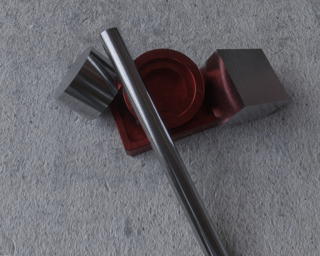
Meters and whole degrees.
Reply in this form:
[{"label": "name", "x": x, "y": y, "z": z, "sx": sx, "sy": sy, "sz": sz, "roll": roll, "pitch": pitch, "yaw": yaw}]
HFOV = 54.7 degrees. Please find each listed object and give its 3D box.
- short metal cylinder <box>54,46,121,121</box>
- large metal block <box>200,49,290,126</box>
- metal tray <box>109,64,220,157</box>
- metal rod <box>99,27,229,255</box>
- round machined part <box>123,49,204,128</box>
[{"label": "short metal cylinder", "x": -0.089, "y": -0.056, "z": 0.393, "sx": 0.050, "sy": 0.080, "sz": 0.080, "roll": 35, "pitch": 69, "yaw": -26}, {"label": "large metal block", "x": 0.105, "y": -0.054, "z": 0.399, "sx": 0.081, "sy": 0.050, "sz": 0.080, "roll": -10, "pitch": 68, "yaw": -32}, {"label": "metal tray", "x": 0.003, "y": -0.026, "z": 0.416, "sx": 0.131, "sy": 0.030, "sz": 0.090, "roll": -19, "pitch": 71, "yaw": -8}, {"label": "metal rod", "x": 0.006, "y": 0.026, "z": 0.354, "sx": 0.025, "sy": 0.025, "sz": 0.299, "roll": -26, "pitch": 89, "yaw": -9}, {"label": "round machined part", "x": 0.003, "y": -0.046, "z": 0.392, "sx": 0.099, "sy": 0.042, "sz": 0.097, "roll": 0, "pitch": 85, "yaw": -5}]
